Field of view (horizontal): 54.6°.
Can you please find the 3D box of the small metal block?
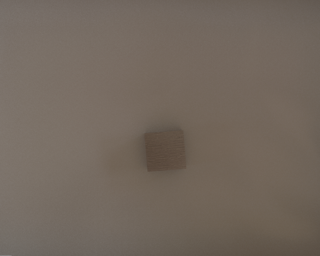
[{"bbox_3d":[0.007,0.030,0.411,0.050,0.025,0.050,-5,90,0],"label":"small metal block"}]
